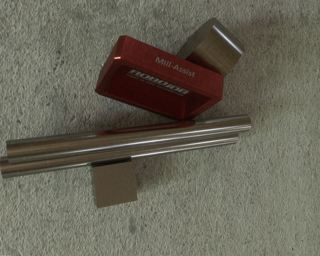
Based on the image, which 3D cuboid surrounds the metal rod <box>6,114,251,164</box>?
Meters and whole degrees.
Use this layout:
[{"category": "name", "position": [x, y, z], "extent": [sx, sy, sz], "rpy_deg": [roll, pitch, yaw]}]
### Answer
[{"category": "metal rod", "position": [-0.020, 0.009, 0.382], "extent": [0.303, 0.025, 0.025], "rpy_deg": [-7, 93, -20]}]

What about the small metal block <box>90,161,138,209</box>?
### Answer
[{"category": "small metal block", "position": [-0.058, 0.068, 0.388], "extent": [0.050, 0.025, 0.050], "rpy_deg": [-7, 93, -20]}]

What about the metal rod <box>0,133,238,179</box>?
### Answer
[{"category": "metal rod", "position": [-0.035, 0.028, 0.397], "extent": [0.303, 0.025, 0.025], "rpy_deg": [-7, 93, -20]}]

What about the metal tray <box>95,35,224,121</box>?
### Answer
[{"category": "metal tray", "position": [-0.002, -0.052, 0.371], "extent": [0.131, 0.090, 0.030], "rpy_deg": [18, 64, -20]}]

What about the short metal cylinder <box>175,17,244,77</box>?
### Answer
[{"category": "short metal cylinder", "position": [0.061, -0.095, 0.403], "extent": [0.050, 0.080, 0.080], "rpy_deg": [39, 78, -16]}]
